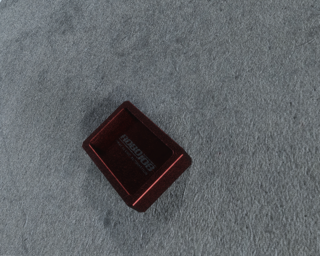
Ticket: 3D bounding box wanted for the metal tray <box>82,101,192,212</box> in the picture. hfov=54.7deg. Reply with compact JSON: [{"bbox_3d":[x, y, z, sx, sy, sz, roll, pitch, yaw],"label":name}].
[{"bbox_3d":[-0.034,0.031,0.399,0.090,0.030,0.130,-45,51,-4],"label":"metal tray"}]
